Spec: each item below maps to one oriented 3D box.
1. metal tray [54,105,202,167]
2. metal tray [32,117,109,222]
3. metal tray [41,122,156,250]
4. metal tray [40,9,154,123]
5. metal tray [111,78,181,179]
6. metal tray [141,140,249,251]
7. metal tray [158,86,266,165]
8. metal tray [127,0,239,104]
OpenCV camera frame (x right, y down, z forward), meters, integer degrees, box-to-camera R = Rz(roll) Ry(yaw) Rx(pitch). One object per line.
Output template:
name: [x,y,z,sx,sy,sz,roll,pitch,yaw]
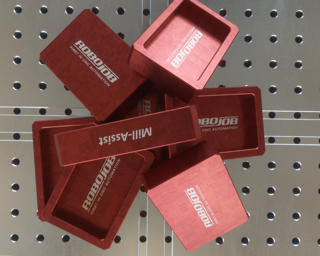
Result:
metal tray: [-0.027,0.007,0.316,0.131,0.090,0.030,-12,90,4]
metal tray: [-0.115,0.052,0.410,0.090,0.030,0.129,-4,89,-1]
metal tray: [-0.073,0.069,0.380,0.090,0.030,0.130,27,90,0]
metal tray: [-0.078,-0.077,0.394,0.090,0.030,0.130,-45,75,0]
metal tray: [-0.018,0.000,0.410,0.091,0.030,0.129,-4,88,-2]
metal tray: [0.046,0.087,0.378,0.090,0.030,0.130,-29,123,0]
metal tray: [0.067,-0.005,0.393,0.131,0.030,0.090,-4,90,-17]
metal tray: [0.032,-0.101,0.377,0.090,0.030,0.130,34,57,0]
